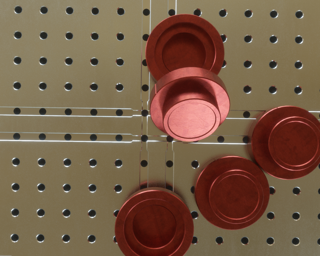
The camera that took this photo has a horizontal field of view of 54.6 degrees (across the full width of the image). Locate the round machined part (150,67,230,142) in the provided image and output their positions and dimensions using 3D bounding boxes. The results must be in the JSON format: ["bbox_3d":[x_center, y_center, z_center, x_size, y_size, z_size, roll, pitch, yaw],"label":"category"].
[{"bbox_3d":[0.036,-0.021,0.378,0.099,0.042,0.097,-2,133,-2],"label":"round machined part"}]

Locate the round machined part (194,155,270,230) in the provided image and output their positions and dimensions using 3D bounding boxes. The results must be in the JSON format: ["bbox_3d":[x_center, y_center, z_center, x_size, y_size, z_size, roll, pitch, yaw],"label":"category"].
[{"bbox_3d":[0.095,0.085,0.405,0.099,0.042,0.097,0,90,0],"label":"round machined part"}]

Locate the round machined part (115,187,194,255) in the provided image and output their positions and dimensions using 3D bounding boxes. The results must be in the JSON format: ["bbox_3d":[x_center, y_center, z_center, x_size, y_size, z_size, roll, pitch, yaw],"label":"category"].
[{"bbox_3d":[-0.007,0.126,0.405,0.099,0.042,0.097,0,90,0],"label":"round machined part"}]

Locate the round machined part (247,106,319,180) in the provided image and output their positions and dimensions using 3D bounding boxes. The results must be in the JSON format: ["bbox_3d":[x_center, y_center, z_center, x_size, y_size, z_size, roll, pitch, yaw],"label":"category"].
[{"bbox_3d":[0.169,0.019,0.406,0.099,0.042,0.097,0,90,0],"label":"round machined part"}]

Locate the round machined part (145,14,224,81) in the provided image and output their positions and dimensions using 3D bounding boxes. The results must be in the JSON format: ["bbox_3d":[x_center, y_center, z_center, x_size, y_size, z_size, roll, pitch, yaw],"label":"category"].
[{"bbox_3d":[0.031,-0.093,0.405,0.099,0.042,0.097,0,90,0],"label":"round machined part"}]
